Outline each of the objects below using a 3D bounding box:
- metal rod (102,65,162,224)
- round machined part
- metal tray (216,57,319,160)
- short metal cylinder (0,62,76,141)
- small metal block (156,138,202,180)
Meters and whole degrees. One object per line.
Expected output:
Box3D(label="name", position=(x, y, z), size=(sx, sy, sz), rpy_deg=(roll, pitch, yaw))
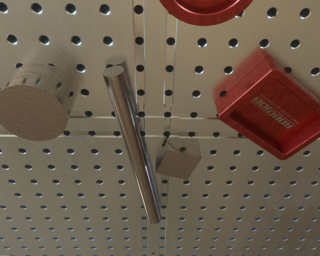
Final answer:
Box3D(label="metal rod", position=(-0.031, 0.047, 0.450), size=(0.025, 0.025, 0.298), rpy_deg=(-7, 130, 5))
Box3D(label="round machined part", position=(0.041, -0.146, 0.277), size=(0.099, 0.042, 0.097), rpy_deg=(-1, 130, 0))
Box3D(label="metal tray", position=(0.148, -0.019, 0.394), size=(0.131, 0.030, 0.090), rpy_deg=(31, 124, -24))
Box3D(label="short metal cylinder", position=(-0.145, -0.031, 0.367), size=(0.081, 0.050, 0.079), rpy_deg=(-1, 130, 0))
Box3D(label="small metal block", position=(0.026, 0.046, 0.451), size=(0.050, 0.025, 0.050), rpy_deg=(15, 128, -13))
